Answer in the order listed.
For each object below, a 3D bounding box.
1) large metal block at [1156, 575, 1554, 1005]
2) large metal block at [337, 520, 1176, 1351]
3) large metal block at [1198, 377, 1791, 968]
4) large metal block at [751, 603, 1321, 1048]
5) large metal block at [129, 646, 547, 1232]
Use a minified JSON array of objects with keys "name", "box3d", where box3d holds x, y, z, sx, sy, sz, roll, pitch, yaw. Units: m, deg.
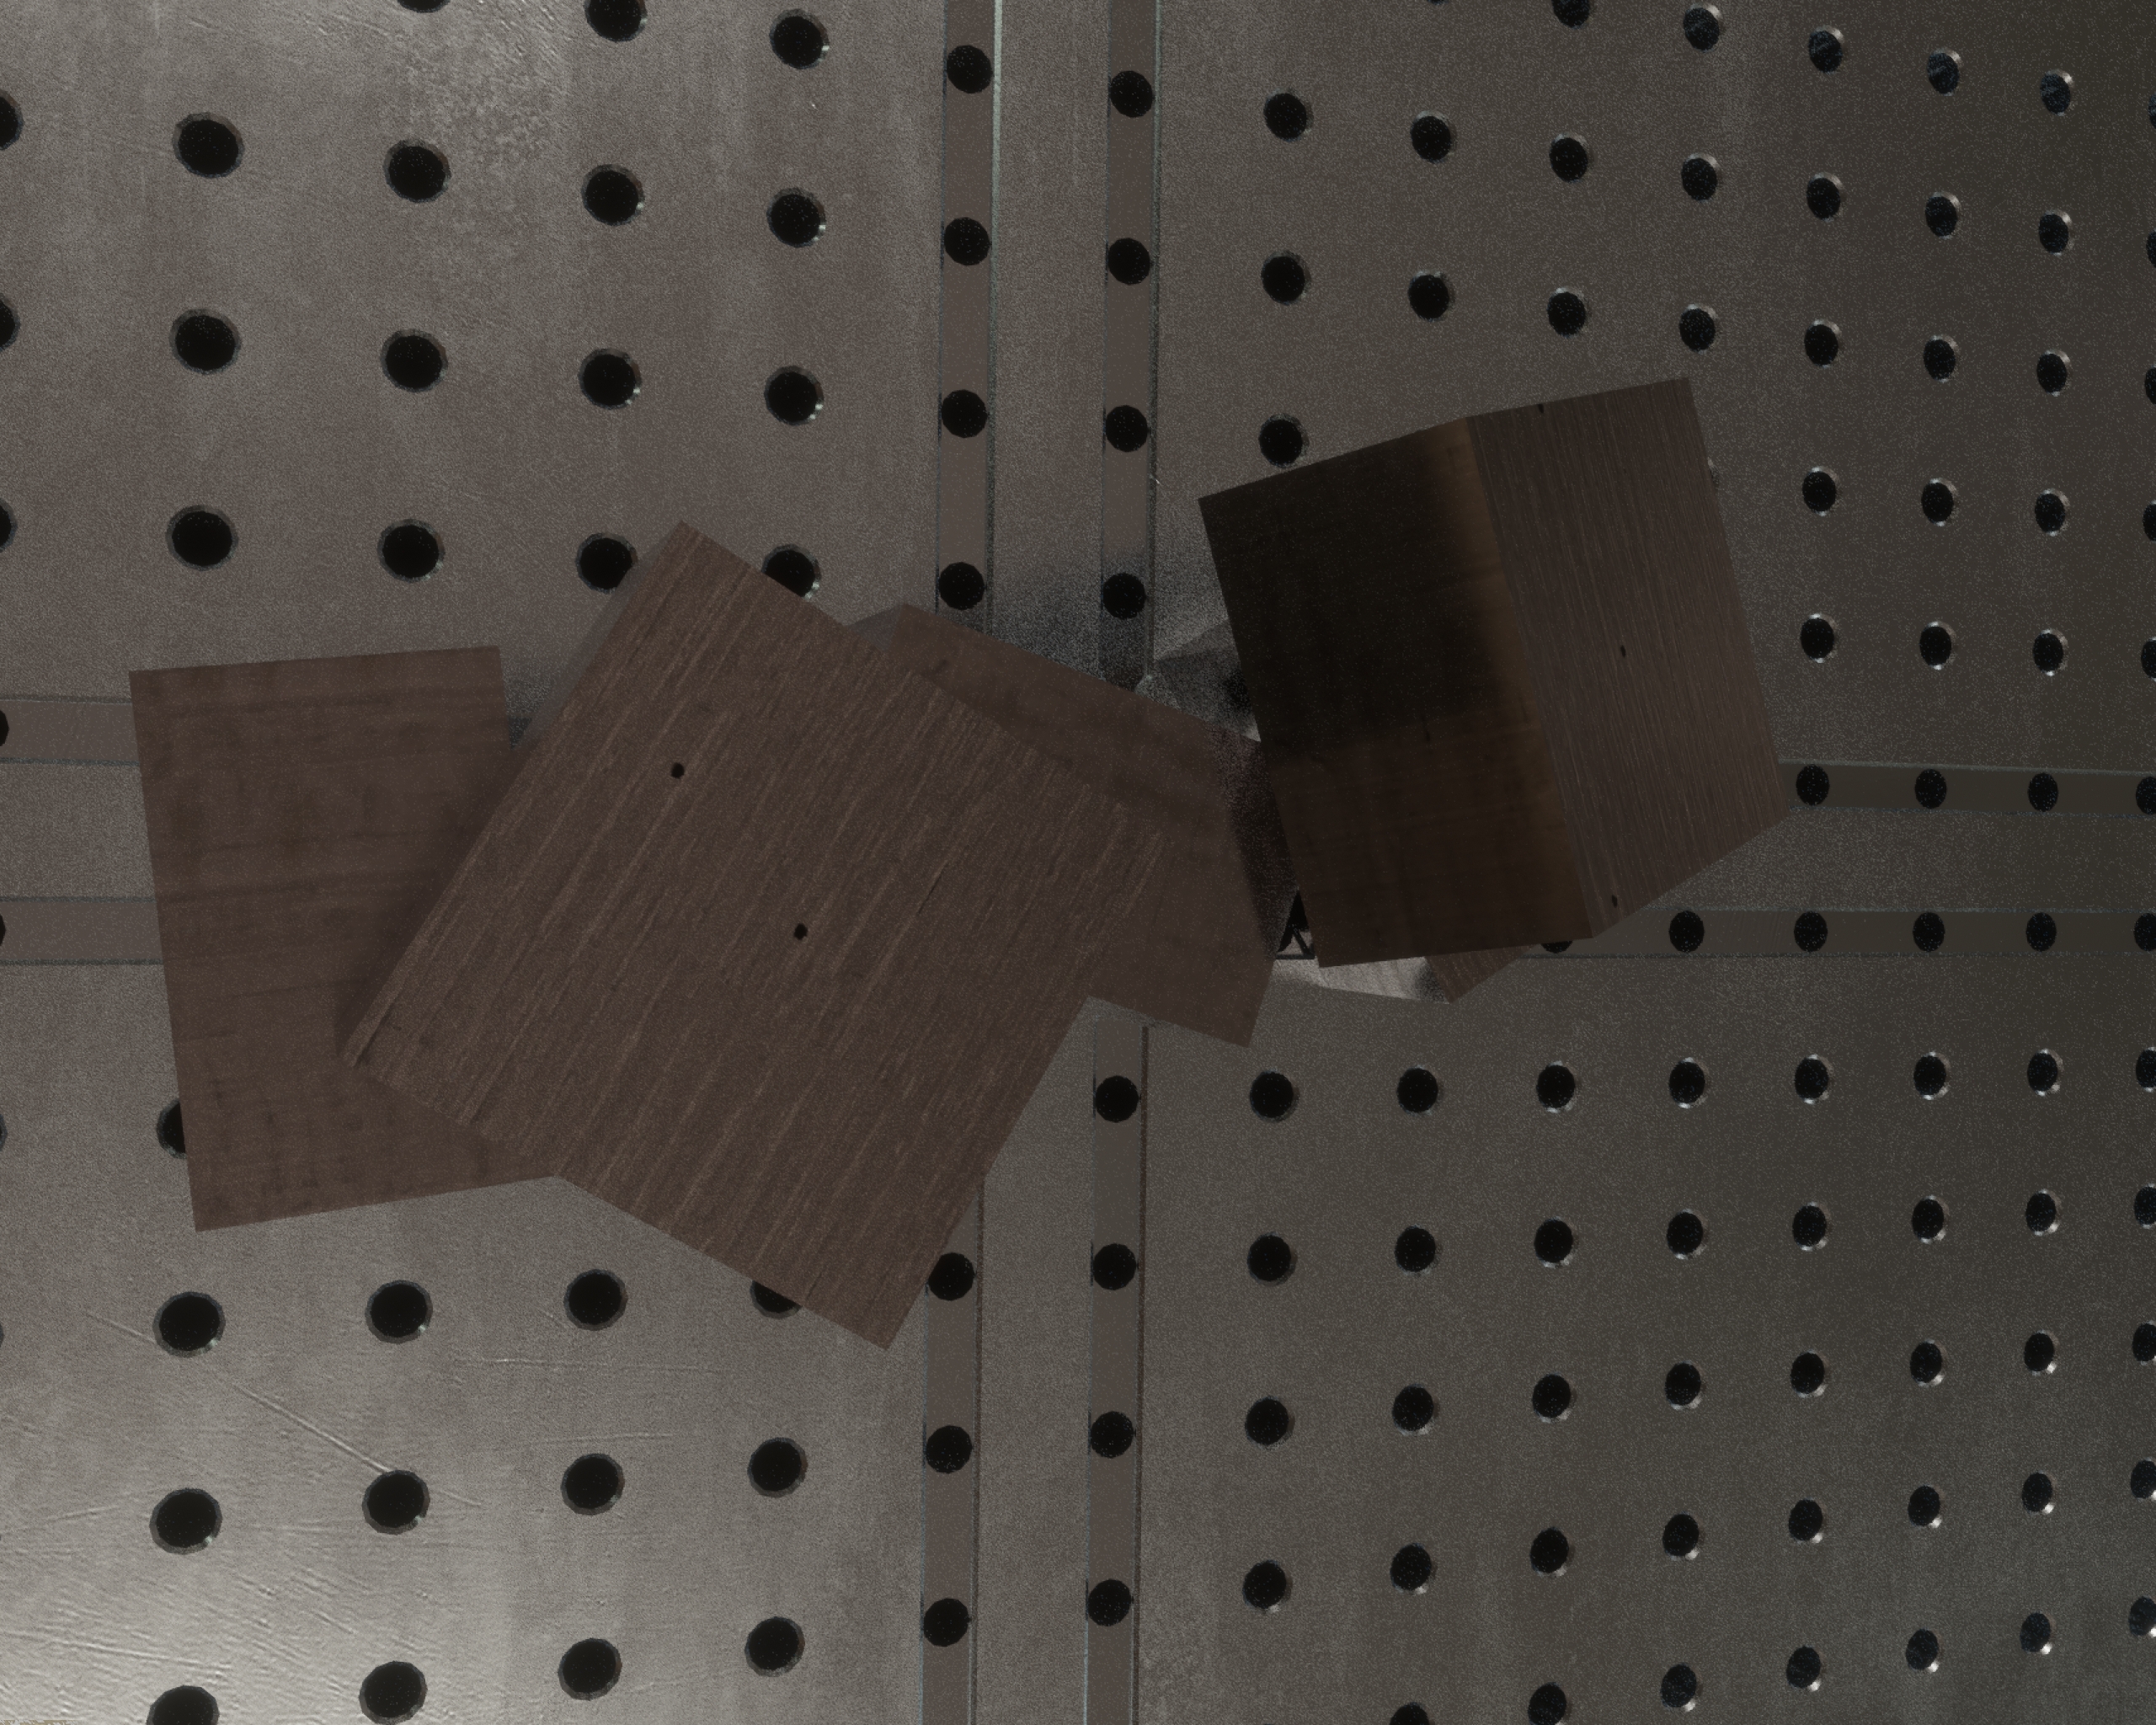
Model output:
[{"name":"large metal block","box3d":[0.076,-0.027,0.429,0.080,0.050,0.080,-32,101,-18]},{"name":"large metal block","box3d":[-0.047,0.010,0.296,0.080,0.050,0.080,33,79,-17]},{"name":"large metal block","box3d":[0.073,-0.034,0.355,0.081,0.050,0.080,-22,99,-48]},{"name":"large metal block","box3d":[-0.013,-0.005,0.379,0.081,0.080,0.050,20,84,-19]},{"name":"large metal block","box3d":[-0.119,0.010,0.339,0.050,0.080,0.079,-7,93,-20]}]
